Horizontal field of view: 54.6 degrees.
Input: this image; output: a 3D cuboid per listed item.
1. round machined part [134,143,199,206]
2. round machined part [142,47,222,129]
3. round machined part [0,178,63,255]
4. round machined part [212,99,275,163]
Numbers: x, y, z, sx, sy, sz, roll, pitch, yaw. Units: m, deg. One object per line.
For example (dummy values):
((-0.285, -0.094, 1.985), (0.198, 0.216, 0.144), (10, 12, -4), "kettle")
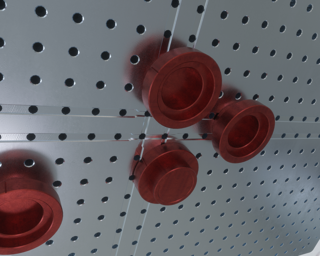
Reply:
((0.014, 0.074, 0.453), (0.099, 0.042, 0.097), (-14, 124, -21), "round machined part")
((0.023, -0.051, 0.380), (0.099, 0.042, 0.097), (-14, 124, -21), "round machined part")
((-0.170, 0.099, 0.368), (0.099, 0.042, 0.097), (-14, 124, -21), "round machined part")
((0.119, 0.001, 0.465), (0.099, 0.042, 0.097), (-14, 124, -21), "round machined part")
